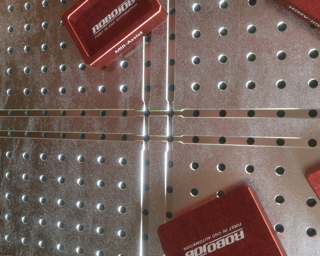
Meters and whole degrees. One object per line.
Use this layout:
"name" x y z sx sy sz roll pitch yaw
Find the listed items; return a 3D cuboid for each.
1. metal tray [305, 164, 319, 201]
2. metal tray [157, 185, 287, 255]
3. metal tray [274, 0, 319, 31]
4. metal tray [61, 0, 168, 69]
"metal tray" 0.231 0.086 0.328 0.090 0.030 0.130 -32 80 17
"metal tray" 0.069 0.137 0.369 0.130 0.030 0.090 -31 58 17
"metal tray" 0.193 -0.159 0.342 0.130 0.030 0.090 42 103 15
"metal tray" -0.066 -0.156 0.433 0.130 0.030 0.090 -33 79 17
